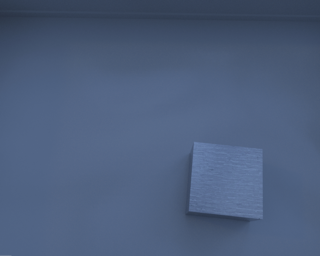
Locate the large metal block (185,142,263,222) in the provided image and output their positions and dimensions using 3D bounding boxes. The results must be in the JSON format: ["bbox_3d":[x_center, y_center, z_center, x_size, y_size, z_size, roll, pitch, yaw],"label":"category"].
[{"bbox_3d":[0.076,0.066,0.373,0.080,0.050,0.080,6,70,2],"label":"large metal block"}]
